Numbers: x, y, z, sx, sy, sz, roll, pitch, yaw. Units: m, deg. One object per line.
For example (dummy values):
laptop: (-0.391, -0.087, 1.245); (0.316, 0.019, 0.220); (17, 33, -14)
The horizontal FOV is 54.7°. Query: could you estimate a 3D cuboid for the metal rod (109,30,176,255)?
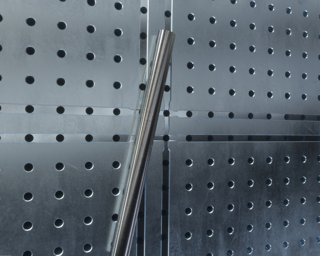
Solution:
metal rod: (-0.022, 0.019, 0.405); (0.025, 0.025, 0.298); (13, 85, -20)
